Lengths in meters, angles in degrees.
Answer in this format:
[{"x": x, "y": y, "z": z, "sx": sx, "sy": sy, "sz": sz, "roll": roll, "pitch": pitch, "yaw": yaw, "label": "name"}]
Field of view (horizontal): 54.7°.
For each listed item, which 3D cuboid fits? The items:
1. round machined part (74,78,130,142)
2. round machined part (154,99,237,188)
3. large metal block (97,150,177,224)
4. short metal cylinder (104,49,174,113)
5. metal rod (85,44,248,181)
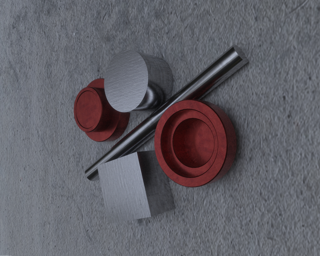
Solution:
[{"x": -0.095, "y": -0.027, "z": 0.473, "sx": 0.098, "sy": 0.042, "sz": 0.097, "roll": 0, "pitch": 90, "yaw": 40, "label": "round machined part"}, {"x": 0.044, "y": 0.017, "z": 0.359, "sx": 0.098, "sy": 0.042, "sz": 0.097, "roll": 0, "pitch": 90, "yaw": 40, "label": "round machined part"}, {"x": -0.033, "y": 0.079, "z": 0.418, "sx": 0.080, "sy": 0.050, "sz": 0.080, "roll": -22, "pitch": 76, "yaw": 38, "label": "large metal block"}, {"x": -0.029, "y": -0.060, "z": 0.413, "sx": 0.080, "sy": 0.050, "sz": 0.079, "roll": 0, "pitch": 90, "yaw": 40, "label": "short metal cylinder"}, {"x": -0.011, "y": -0.003, "z": 0.417, "sx": 0.299, "sy": 0.025, "sz": 0.025, "roll": -38, "pitch": 67, "yaw": 33, "label": "metal rod"}]
